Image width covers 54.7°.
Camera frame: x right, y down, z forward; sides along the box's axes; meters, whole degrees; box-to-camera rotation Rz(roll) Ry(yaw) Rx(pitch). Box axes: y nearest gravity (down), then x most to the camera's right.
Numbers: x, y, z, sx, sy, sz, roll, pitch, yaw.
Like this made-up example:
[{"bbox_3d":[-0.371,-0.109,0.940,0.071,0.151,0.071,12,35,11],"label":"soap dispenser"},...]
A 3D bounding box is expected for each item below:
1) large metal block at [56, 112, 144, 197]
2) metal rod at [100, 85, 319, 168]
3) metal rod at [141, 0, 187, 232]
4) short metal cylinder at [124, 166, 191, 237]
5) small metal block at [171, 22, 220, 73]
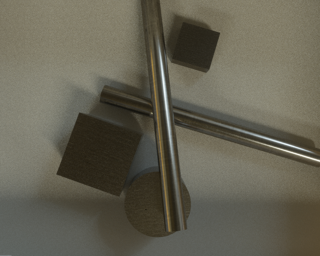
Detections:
[{"bbox_3d":[-0.073,0.032,0.398,0.080,0.050,0.080,20,90,-1],"label":"large metal block"},{"bbox_3d":[0.069,-0.002,0.412,0.302,0.025,0.025,17,90,-1],"label":"metal rod"},{"bbox_3d":[0.002,-0.030,0.380,0.025,0.025,0.299,-6,78,-1],"label":"metal rod"},{"bbox_3d":[-0.003,0.092,0.399,0.081,0.050,0.079,0,90,-1],"label":"short metal cylinder"},{"bbox_3d":[0.047,-0.106,0.412,0.050,0.025,0.050,16,90,-1],"label":"small metal block"}]
